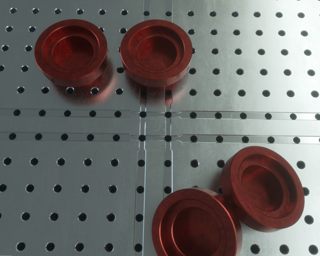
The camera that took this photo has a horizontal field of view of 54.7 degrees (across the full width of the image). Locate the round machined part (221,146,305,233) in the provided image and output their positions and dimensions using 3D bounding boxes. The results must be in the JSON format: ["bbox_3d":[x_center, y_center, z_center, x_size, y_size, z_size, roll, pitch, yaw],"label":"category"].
[{"bbox_3d":[0.115,0.073,0.366,0.099,0.042,0.098,11,57,-17],"label":"round machined part"}]

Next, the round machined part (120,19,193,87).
[{"bbox_3d":[-0.005,-0.101,0.440,0.099,0.042,0.098,0,70,-1],"label":"round machined part"}]

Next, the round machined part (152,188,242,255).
[{"bbox_3d":[0.043,0.116,0.346,0.098,0.042,0.097,-3,83,29],"label":"round machined part"}]

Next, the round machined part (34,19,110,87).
[{"bbox_3d":[-0.121,-0.101,0.438,0.099,0.042,0.098,0,70,-1],"label":"round machined part"}]
